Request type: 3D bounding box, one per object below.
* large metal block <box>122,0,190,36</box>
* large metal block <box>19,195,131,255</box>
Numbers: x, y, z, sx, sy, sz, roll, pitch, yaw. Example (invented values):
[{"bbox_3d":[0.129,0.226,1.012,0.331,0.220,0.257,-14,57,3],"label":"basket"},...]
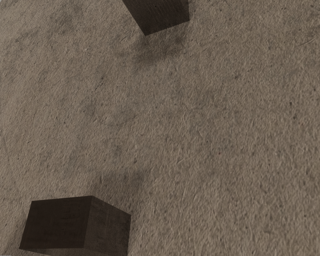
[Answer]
[{"bbox_3d":[-0.005,-0.205,0.496,0.080,0.080,0.050,-13,57,21],"label":"large metal block"},{"bbox_3d":[-0.089,0.114,0.344,0.080,0.080,0.050,-10,58,22],"label":"large metal block"}]
